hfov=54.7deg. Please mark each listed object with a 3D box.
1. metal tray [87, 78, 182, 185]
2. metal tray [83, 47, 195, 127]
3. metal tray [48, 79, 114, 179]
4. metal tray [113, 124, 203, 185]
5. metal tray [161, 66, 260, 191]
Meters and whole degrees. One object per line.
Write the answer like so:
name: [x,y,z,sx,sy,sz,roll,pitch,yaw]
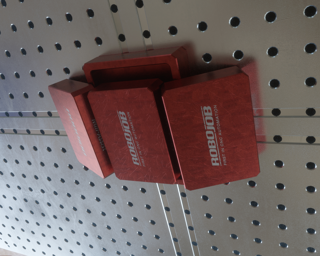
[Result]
metal tray: [-0.028,0.007,0.386,0.090,0.030,0.129,0,118,28]
metal tray: [-0.025,-0.048,0.390,0.130,0.030,0.089,0,119,27]
metal tray: [-0.106,0.000,0.438,0.090,0.030,0.129,19,131,49]
metal tray: [-0.004,0.031,0.429,0.130,0.030,0.089,0,119,27]
metal tray: [0.059,0.004,0.354,0.090,0.030,0.129,-13,115,3]
